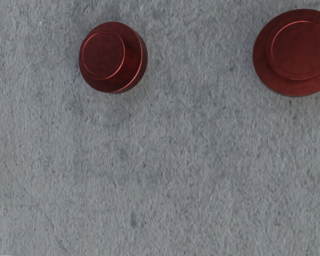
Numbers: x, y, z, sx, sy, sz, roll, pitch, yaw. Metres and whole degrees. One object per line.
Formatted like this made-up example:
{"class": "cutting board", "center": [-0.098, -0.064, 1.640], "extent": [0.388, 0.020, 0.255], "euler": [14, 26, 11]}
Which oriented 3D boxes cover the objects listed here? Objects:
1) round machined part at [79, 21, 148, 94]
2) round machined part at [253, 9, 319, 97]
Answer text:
{"class": "round machined part", "center": [-0.070, -0.097, 0.423], "extent": [0.098, 0.042, 0.097], "euler": [0, 90, 19]}
{"class": "round machined part", "center": [0.155, -0.085, 0.346], "extent": [0.098, 0.042, 0.097], "euler": [0, 90, 19]}
